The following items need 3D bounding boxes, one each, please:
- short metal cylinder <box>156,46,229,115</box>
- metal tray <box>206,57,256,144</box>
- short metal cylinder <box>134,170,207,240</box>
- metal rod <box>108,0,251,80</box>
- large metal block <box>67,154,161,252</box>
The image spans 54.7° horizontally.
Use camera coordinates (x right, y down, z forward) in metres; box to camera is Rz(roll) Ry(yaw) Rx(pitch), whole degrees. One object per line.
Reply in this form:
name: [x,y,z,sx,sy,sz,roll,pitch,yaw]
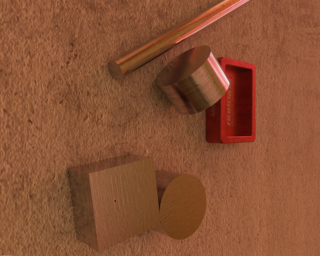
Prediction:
short metal cylinder: [0.043,-0.062,0.404,0.050,0.080,0.080,52,60,-28]
metal tray: [0.115,-0.041,0.497,0.091,0.030,0.129,0,90,-40]
short metal cylinder: [0.014,0.097,0.401,0.081,0.050,0.079,0,90,-40]
metal rod: [0.046,-0.146,0.443,0.302,0.025,0.025,-39,114,-33]
large metal block: [-0.050,0.078,0.347,0.081,0.050,0.079,-10,97,-39]
